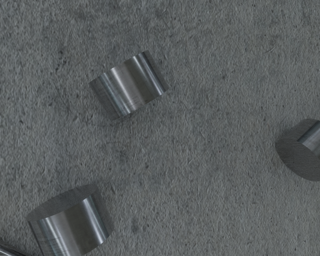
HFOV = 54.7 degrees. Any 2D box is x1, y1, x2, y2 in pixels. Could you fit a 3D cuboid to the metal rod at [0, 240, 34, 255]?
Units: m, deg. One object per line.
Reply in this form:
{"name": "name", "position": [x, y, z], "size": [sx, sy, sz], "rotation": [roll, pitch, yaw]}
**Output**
{"name": "metal rod", "position": [-0.144, 0.163, 0.356], "size": [0.301, 0.025, 0.025], "rotation": [36, 79, -17]}

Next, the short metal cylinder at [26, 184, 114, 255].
{"name": "short metal cylinder", "position": [-0.098, 0.103, 0.344], "size": [0.081, 0.080, 0.050], "rotation": [-23, 98, -19]}

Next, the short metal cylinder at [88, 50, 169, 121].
{"name": "short metal cylinder", "position": [-0.036, -0.050, 0.366], "size": [0.080, 0.080, 0.050], "rotation": [-33, 101, -17]}

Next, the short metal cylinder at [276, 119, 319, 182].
{"name": "short metal cylinder", "position": [0.224, 0.033, 0.462], "size": [0.050, 0.080, 0.080], "rotation": [-38, 102, -16]}
